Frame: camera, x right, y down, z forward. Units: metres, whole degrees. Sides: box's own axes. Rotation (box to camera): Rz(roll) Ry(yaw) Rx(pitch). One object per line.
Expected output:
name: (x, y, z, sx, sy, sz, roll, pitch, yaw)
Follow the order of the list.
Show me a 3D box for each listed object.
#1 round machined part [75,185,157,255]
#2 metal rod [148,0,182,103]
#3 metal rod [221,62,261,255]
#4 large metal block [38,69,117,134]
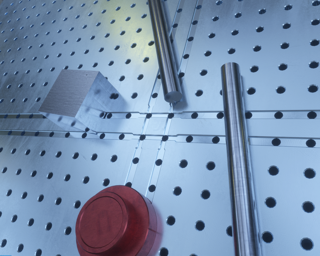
round machined part: (-0.057, 0.112, 0.357, 0.098, 0.042, 0.098, -13, 56, 20)
metal rod: (0.000, -0.164, 0.507, 0.025, 0.025, 0.299, -20, 54, 16)
metal rod: (0.086, 0.051, 0.331, 0.025, 0.025, 0.299, -11, 57, 22)
large metal block: (-0.127, -0.043, 0.483, 0.080, 0.050, 0.080, 9, 66, 31)
